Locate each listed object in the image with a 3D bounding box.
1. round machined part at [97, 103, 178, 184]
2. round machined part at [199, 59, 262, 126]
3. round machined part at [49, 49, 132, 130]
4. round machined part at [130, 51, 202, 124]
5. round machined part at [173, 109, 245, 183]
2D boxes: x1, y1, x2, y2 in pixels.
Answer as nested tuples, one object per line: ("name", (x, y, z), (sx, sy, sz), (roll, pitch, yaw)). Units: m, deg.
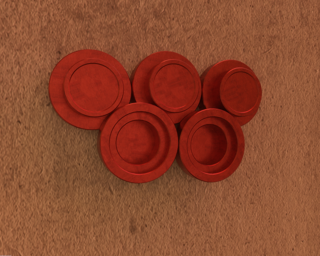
("round machined part", (-0.030, 0.018, 0.391), (0.099, 0.042, 0.097), (0, 90, -21))
("round machined part", (0.105, -0.049, 0.441), (0.099, 0.042, 0.097), (0, 90, -21))
("round machined part", (-0.081, -0.046, 0.372), (0.099, 0.042, 0.097), (0, 90, -21))
("round machined part", (0.012, -0.053, 0.407), (0.099, 0.042, 0.097), (0, 90, -21))
("round machined part", (0.063, 0.023, 0.426), (0.099, 0.042, 0.097), (0, 90, -21))
